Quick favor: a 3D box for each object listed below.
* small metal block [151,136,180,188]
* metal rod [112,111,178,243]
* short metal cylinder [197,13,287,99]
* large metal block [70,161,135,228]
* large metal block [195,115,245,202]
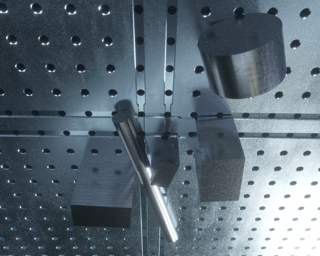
[{"bbox_3d":[0.006,0.048,0.436,0.025,0.050,0.050,14,129,-12],"label":"small metal block"},{"bbox_3d":[-0.014,0.096,0.492,0.025,0.025,0.299,-11,130,9],"label":"metal rod"},{"bbox_3d":[0.083,-0.074,0.314,0.080,0.080,0.050,-15,129,12],"label":"short metal cylinder"},{"bbox_3d":[-0.081,0.097,0.457,0.081,0.080,0.050,4,130,-4],"label":"large metal block"},{"bbox_3d":[0.075,0.041,0.411,0.050,0.080,0.079,-3,130,2],"label":"large metal block"}]
